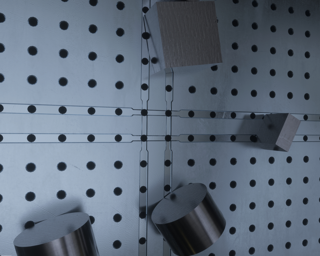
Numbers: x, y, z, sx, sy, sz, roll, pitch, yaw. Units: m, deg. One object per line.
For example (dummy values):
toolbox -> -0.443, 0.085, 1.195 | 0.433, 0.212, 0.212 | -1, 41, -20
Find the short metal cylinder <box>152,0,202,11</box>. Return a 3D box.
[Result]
short metal cylinder -> 0.028, -0.198, 0.409 | 0.081, 0.050, 0.080 | 0, 90, -20

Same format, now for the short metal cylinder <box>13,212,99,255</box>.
short metal cylinder -> -0.112, 0.134, 0.342 | 0.081, 0.080, 0.050 | -15, 95, -19

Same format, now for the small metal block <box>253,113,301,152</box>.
small metal block -> 0.174, 0.006, 0.463 | 0.025, 0.050, 0.050 | 30, 80, -18

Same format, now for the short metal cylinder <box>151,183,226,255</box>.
short metal cylinder -> 0.036, 0.115, 0.397 | 0.080, 0.080, 0.050 | -34, 101, -17

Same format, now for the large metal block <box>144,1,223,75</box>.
large metal block -> 0.030, -0.118, 0.410 | 0.081, 0.050, 0.080 | -9, 93, -20
